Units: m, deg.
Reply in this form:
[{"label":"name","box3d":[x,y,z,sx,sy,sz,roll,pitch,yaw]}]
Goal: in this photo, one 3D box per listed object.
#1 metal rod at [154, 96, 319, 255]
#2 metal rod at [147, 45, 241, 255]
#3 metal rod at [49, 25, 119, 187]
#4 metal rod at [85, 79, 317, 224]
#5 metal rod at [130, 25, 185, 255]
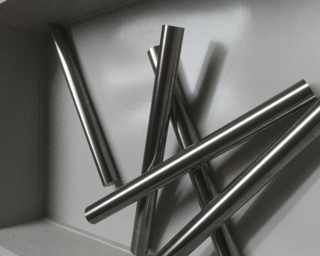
[{"label":"metal rod","box3d":[0.082,0.062,0.313,0.299,0.025,0.025,-50,61,19]},{"label":"metal rod","box3d":[0.041,0.035,0.371,0.025,0.025,0.299,-29,72,36]},{"label":"metal rod","box3d":[-0.130,-0.046,0.511,0.025,0.025,0.299,-36,68,34]},{"label":"metal rod","box3d":[0.026,0.039,0.349,0.300,0.025,0.025,-33,69,23]},{"label":"metal rod","box3d":[-0.007,0.028,0.386,0.025,0.025,0.298,22,111,37]}]
